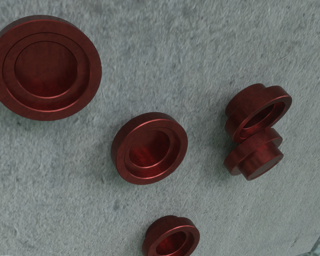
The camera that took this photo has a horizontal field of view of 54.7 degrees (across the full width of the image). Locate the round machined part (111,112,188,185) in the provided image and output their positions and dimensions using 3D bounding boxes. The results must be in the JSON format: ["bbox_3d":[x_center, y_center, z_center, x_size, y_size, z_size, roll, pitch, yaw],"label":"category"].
[{"bbox_3d":[-0.017,0.022,0.402,0.099,0.042,0.097,-14,125,-21],"label":"round machined part"}]

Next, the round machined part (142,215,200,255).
[{"bbox_3d":[0.014,0.187,0.521,0.099,0.042,0.097,-14,125,-21],"label":"round machined part"}]

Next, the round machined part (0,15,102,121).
[{"bbox_3d":[-0.110,-0.059,0.300,0.099,0.042,0.097,-14,125,-21],"label":"round machined part"}]

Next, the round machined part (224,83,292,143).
[{"bbox_3d":[0.133,-0.025,0.440,0.099,0.042,0.098,-25,151,-14],"label":"round machined part"}]

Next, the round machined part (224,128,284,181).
[{"bbox_3d":[0.153,0.047,0.488,0.099,0.042,0.098,-26,152,-14],"label":"round machined part"}]
